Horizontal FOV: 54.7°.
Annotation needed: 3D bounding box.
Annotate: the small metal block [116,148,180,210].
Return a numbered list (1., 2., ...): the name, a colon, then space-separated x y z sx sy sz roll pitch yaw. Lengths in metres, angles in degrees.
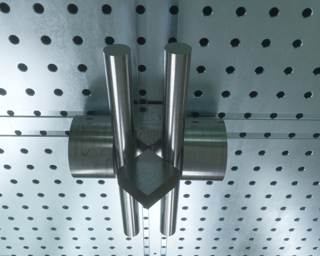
1. small metal block: -0.014 0.057 0.357 0.050 0.050 0.025 33 140 31

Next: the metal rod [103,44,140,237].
1. metal rod: -0.041 0.042 0.377 0.025 0.025 0.298 0 130 -1

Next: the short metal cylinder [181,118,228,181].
1. short metal cylinder: 0.052 0.027 0.394 0.050 0.080 0.079 1 130 0

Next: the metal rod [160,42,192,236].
1. metal rod: 0.014 0.041 0.377 0.025 0.025 0.298 0 130 -1

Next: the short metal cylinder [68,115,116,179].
1. short metal cylinder: -0.080 0.023 0.390 0.050 0.080 0.079 1 130 -1

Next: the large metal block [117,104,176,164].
1. large metal block: -0.014 0.016 0.404 0.081 0.050 0.079 1 130 -1
